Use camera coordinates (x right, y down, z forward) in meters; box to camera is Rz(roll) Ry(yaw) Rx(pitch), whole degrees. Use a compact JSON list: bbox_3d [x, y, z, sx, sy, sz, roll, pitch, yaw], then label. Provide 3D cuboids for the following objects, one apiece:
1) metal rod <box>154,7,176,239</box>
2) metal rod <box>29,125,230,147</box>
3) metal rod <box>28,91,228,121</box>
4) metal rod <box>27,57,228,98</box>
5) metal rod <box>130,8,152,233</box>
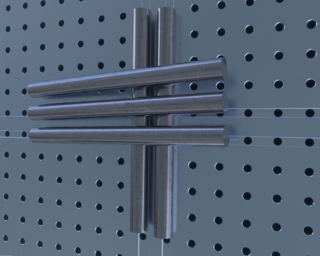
[{"bbox_3d":[0.007,-0.006,0.410,0.025,0.025,0.298,1,90,19],"label":"metal rod"},{"bbox_3d":[-0.060,0.010,0.410,0.300,0.025,0.025,0,90,28],"label":"metal rod"},{"bbox_3d":[-0.061,-0.026,0.411,0.300,0.025,0.025,-1,90,27],"label":"metal rod"},{"bbox_3d":[-0.062,-0.062,0.411,0.300,0.025,0.025,-2,90,27],"label":"metal rod"},{"bbox_3d":[-0.026,-0.010,0.421,0.025,0.025,0.298,1,90,19],"label":"metal rod"}]
